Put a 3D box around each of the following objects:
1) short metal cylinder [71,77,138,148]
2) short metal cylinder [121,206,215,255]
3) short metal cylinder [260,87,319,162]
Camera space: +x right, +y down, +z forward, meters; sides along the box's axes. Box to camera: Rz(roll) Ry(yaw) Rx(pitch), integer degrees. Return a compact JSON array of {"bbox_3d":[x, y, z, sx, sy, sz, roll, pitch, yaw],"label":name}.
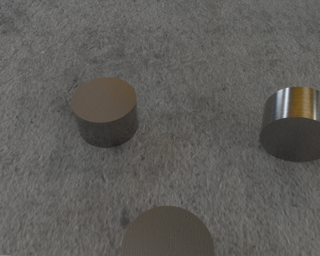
[{"bbox_3d":[-0.070,-0.021,0.404,0.081,0.050,0.080,0,50,0],"label":"short metal cylinder"},{"bbox_3d":[0.007,0.120,0.286,0.081,0.050,0.080,0,50,0],"label":"short metal cylinder"},{"bbox_3d":[0.165,-0.003,0.372,0.080,0.080,0.050,14,52,11],"label":"short metal cylinder"}]
